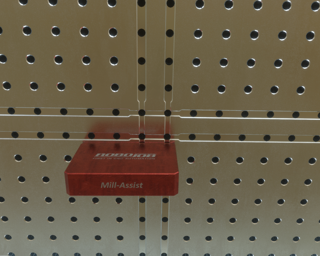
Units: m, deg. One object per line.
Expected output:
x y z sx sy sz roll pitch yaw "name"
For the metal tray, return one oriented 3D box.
-0.044 0.050 0.396 0.131 0.090 0.030 0 110 -1 "metal tray"
